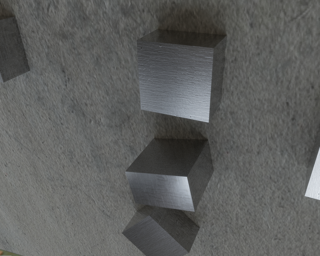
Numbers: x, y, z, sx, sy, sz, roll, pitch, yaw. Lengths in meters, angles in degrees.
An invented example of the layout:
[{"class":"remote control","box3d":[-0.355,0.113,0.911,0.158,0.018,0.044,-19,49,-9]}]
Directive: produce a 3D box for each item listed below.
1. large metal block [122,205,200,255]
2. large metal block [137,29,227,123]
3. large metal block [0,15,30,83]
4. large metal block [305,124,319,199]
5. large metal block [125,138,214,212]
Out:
[{"class":"large metal block","box3d":[0.001,0.162,0.489,0.080,0.050,0.080,44,129,-3]},{"class":"large metal block","box3d":[0.024,-0.059,0.340,0.080,0.050,0.079,12,124,21]},{"class":"large metal block","box3d":[-0.246,-0.117,0.445,0.080,0.050,0.079,11,123,22]},{"class":"large metal block","box3d":[0.197,0.033,0.307,0.080,0.050,0.079,13,124,21]},{"class":"large metal block","box3d":[0.016,0.055,0.396,0.080,0.080,0.050,1,119,27]}]
